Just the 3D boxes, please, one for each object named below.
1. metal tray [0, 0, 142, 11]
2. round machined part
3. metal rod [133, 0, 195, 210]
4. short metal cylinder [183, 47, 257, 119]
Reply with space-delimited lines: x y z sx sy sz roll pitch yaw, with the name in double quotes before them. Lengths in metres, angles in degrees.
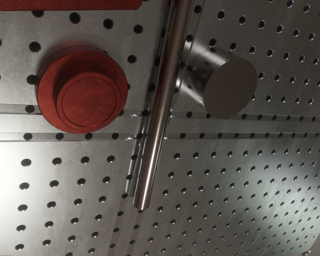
"metal tray" -0.080 -0.152 0.270 0.131 0.030 0.089 -10 123 -23
"round machined part" -0.081 -0.035 0.335 0.099 0.042 0.097 -14 124 -21
"metal rod" -0.001 -0.015 0.402 0.025 0.025 0.298 -3 120 -27
"short metal cylinder" 0.078 -0.059 0.403 0.081 0.050 0.079 -14 125 -21
